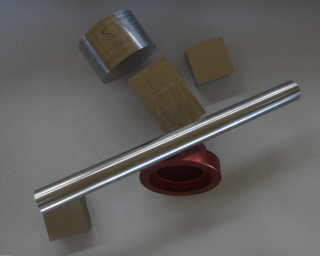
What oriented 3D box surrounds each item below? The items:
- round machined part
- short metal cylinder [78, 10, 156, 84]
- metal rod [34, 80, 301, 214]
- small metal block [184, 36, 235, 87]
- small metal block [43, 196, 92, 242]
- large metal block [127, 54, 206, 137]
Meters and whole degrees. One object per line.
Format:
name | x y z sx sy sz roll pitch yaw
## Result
round machined part | 0.025 0.046 0.385 0.099 0.097 0.042 1 55 -1
short metal cylinder | -0.052 -0.099 0.383 0.080 0.080 0.050 -35 90 0
metal rod | 0.018 0.015 0.332 0.302 0.025 0.025 -23 90 -11
small metal block | 0.065 -0.087 0.412 0.050 0.025 0.050 -19 90 -1
small metal block | -0.123 0.116 0.410 0.050 0.025 0.050 -14 90 -1
large metal block | 0.007 -0.035 0.384 0.050 0.080 0.080 -36 90 -1
